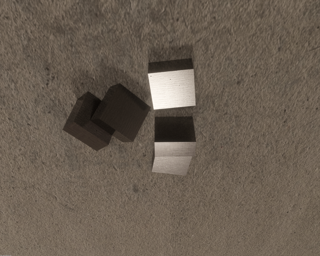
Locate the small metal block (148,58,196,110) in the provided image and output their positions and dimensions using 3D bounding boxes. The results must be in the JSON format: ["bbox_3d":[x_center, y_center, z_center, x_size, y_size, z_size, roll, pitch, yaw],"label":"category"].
[{"bbox_3d":[0.015,-0.051,0.364,0.050,0.025,0.050,-5,130,4],"label":"small metal block"}]

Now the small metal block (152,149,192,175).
[{"bbox_3d":[0.017,0.039,0.441,0.050,0.025,0.050,7,130,-7],"label":"small metal block"}]

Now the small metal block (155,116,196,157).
[{"bbox_3d":[0.018,0.010,0.400,0.050,0.050,0.025,0,130,0],"label":"small metal block"}]

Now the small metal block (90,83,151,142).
[{"bbox_3d":[-0.046,-0.017,0.372,0.050,0.050,0.025,37,156,-28],"label":"small metal block"}]

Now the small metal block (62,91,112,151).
[{"bbox_3d":[-0.083,-0.008,0.380,0.050,0.050,0.025,38,135,-28],"label":"small metal block"}]
